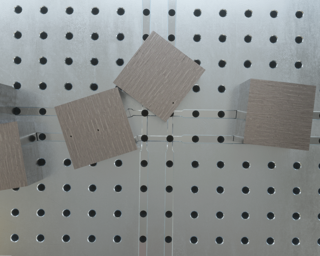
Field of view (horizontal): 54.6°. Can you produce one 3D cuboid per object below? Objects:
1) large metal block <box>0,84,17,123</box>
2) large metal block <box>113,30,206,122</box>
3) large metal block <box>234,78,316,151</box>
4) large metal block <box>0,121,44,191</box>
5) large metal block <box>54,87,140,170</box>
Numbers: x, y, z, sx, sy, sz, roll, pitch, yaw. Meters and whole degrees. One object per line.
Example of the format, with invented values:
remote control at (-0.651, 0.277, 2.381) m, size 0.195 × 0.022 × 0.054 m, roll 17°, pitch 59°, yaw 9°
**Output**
large metal block at (-0.238, -0.032, 0.384) m, size 0.080 × 0.080 × 0.050 m, roll 3°, pitch 90°, yaw 0°
large metal block at (-0.001, -0.063, 0.401) m, size 0.080 × 0.050 × 0.080 m, roll 37°, pitch 90°, yaw 0°
large metal block at (0.146, -0.016, 0.402) m, size 0.080 × 0.050 × 0.080 m, roll 6°, pitch 90°, yaw 0°
large metal block at (-0.206, 0.037, 0.400) m, size 0.080 × 0.050 × 0.080 m, roll -9°, pitch 90°, yaw 0°
large metal block at (-0.077, 0.000, 0.400) m, size 0.080 × 0.050 × 0.080 m, roll -18°, pitch 90°, yaw 0°
